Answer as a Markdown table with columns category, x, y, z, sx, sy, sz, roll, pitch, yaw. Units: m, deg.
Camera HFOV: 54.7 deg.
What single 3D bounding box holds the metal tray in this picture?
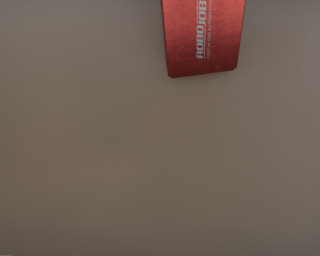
| category | x | y | z | sx | sy | sz | roll | pitch | yaw |
| --- | --- | --- | --- | --- | --- | --- | --- | --- | --- |
| metal tray | 0.049 | -0.122 | 0.365 | 0.091 | 0.129 | 0.030 | -8 | 50 | 0 |
